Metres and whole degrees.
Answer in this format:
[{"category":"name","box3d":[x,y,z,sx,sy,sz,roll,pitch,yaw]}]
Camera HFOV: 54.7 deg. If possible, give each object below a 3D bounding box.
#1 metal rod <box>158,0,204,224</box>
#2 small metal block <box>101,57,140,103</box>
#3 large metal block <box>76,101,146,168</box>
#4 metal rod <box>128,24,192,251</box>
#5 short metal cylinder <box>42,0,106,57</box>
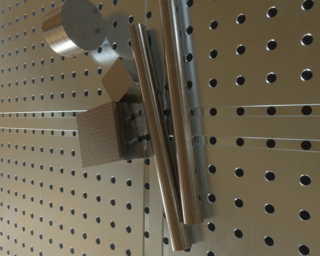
[{"category":"metal rod","box3d":[0.025,-0.034,0.387,0.025,0.025,0.298,-10,84,39]},{"category":"small metal block","box3d":[-0.054,-0.066,0.451,0.050,0.025,0.050,-46,63,30]},{"category":"large metal block","box3d":[-0.073,0.011,0.451,0.080,0.050,0.080,-15,81,38]},{"category":"metal rod","box3d":[-0.002,0.005,0.409,0.025,0.025,0.298,-19,78,38]},{"category":"short metal cylinder","box3d":[-0.132,-0.155,0.480,0.050,0.081,0.080,-5,87,39]}]
